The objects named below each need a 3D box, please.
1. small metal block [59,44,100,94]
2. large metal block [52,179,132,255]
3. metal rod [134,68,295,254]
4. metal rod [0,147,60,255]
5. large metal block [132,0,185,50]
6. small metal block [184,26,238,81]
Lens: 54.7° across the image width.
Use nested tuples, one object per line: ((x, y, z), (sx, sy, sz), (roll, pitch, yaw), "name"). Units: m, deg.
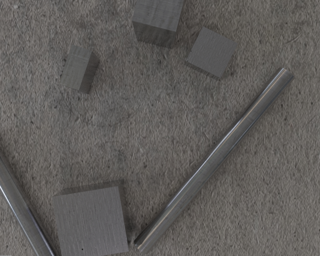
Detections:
((-0.101, -0.073, 0.397), (0.025, 0.050, 0.050), (18, 90, 0), "small metal block")
((-0.084, 0.115, 0.397), (0.080, 0.050, 0.080), (-9, 90, 0), "large metal block")
((0.071, 0.043, 0.410), (0.025, 0.025, 0.300), (40, 90, 0), "metal rod")
((-0.163, 0.141, 0.408), (0.025, 0.025, 0.299), (-29, 90, 0), "metal rod")
((0.003, -0.151, 0.382), (0.050, 0.080, 0.080), (14, 90, 0), "large metal block")
((0.067, -0.098, 0.411), (0.050, 0.025, 0.050), (26, 90, 0), "small metal block")
